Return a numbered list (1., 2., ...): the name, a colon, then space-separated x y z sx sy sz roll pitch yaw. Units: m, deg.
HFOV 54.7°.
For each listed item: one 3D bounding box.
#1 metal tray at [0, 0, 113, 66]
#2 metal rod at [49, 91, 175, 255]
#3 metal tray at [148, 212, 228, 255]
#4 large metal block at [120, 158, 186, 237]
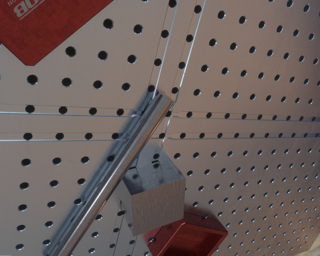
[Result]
1. metal tray: -0.100 -0.130 0.273 0.130 0.030 0.090 -40 130 -1
2. metal rod: -0.074 0.081 0.421 0.025 0.025 0.299 25 104 -37
3. metal tray: 0.054 0.205 0.567 0.131 0.030 0.090 25 105 -37
4. large metal block: -0.011 0.100 0.453 0.081 0.050 0.079 -13 124 -22
